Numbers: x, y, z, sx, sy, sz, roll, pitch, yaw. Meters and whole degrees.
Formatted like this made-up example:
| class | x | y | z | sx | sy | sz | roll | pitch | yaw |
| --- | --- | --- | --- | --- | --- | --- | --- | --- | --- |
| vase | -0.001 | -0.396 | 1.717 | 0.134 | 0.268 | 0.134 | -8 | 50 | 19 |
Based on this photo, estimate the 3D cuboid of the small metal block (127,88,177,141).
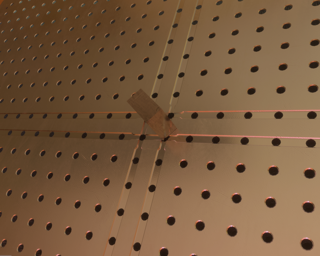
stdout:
| class | x | y | z | sx | sy | sz | roll | pitch | yaw |
| --- | --- | --- | --- | --- | --- | --- | --- | --- | --- |
| small metal block | -0.010 | -0.017 | 0.407 | 0.025 | 0.050 | 0.050 | -43 | 51 | -1 |
